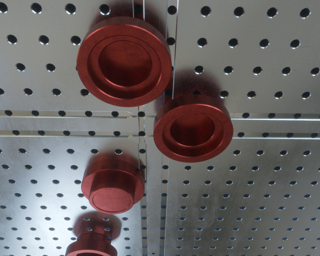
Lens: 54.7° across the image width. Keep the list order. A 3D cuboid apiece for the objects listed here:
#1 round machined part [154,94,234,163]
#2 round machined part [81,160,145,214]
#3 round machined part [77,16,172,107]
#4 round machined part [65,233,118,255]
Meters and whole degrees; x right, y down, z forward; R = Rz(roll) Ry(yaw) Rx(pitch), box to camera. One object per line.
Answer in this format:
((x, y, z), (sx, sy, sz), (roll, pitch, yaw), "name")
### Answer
((0.041, -0.004, 0.398), (0.099, 0.042, 0.097), (-1, 130, 0), "round machined part")
((-0.073, 0.098, 0.483), (0.099, 0.042, 0.097), (-1, 130, 0), "round machined part")
((-0.037, -0.074, 0.337), (0.099, 0.042, 0.097), (-1, 130, 0), "round machined part")
((-0.132, 0.242, 0.605), (0.099, 0.042, 0.097), (-1, 130, 0), "round machined part")
